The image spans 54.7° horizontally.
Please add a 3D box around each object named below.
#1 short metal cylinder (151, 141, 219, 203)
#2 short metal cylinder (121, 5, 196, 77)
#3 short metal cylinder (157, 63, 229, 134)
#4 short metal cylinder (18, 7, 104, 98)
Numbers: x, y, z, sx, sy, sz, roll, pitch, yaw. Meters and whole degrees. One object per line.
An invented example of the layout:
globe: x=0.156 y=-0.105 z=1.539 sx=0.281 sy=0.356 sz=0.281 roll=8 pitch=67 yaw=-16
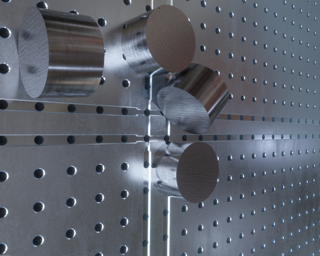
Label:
short metal cylinder: x=0.035 y=0.057 z=0.422 sx=0.081 sy=0.050 sz=0.079 roll=0 pitch=90 yaw=-40
short metal cylinder: x=-0.001 y=-0.107 z=0.391 sx=0.081 sy=0.050 sz=0.079 roll=0 pitch=91 yaw=-40
short metal cylinder: x=0.043 y=-0.038 z=0.409 sx=0.050 sy=0.080 sz=0.080 roll=-50 pitch=120 yaw=-28
short metal cylinder: x=-0.095 y=-0.069 z=0.293 sx=0.050 sy=0.080 sz=0.079 roll=-6 pitch=94 yaw=-40
